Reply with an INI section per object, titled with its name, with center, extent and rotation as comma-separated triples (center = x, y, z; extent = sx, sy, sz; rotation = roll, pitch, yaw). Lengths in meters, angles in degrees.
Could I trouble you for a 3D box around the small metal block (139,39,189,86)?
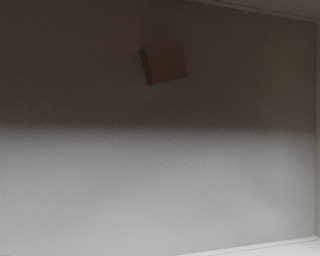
[small metal block]
center = 0.005, -0.086, 0.412
extent = 0.050, 0.025, 0.050
rotation = -16, 96, -19
